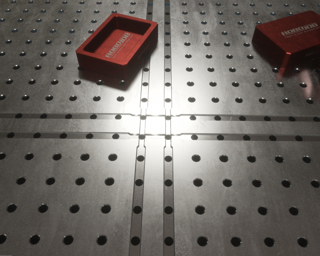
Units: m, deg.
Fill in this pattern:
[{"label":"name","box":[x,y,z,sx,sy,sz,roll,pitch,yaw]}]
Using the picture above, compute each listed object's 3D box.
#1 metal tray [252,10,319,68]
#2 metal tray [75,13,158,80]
[{"label":"metal tray","box":[0.241,-0.158,0.540,0.131,0.030,0.090,-20,53,-16]},{"label":"metal tray","box":[-0.068,-0.142,0.522,0.090,0.030,0.130,18,52,14]}]
